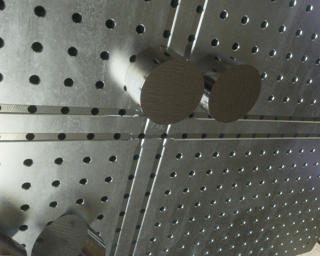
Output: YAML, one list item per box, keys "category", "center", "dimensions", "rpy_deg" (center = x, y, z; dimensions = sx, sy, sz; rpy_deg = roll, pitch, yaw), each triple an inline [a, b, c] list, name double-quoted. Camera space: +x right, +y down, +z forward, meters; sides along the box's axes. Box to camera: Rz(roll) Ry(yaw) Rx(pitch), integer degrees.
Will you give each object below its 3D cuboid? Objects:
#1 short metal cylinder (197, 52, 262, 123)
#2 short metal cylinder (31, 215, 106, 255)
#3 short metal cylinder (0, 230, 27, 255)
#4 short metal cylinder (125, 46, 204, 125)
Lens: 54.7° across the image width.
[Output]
- category: "short metal cylinder"
  center: [0.084, -0.054, 0.408]
  dimensions: [0.081, 0.050, 0.079]
  rpy_deg: [-14, 124, -21]
- category: "short metal cylinder"
  center: [-0.120, 0.164, 0.411]
  dimensions: [0.080, 0.080, 0.050]
  rpy_deg: [-32, 129, -8]
- category: "short metal cylinder"
  center: [-0.207, 0.162, 0.362]
  dimensions: [0.080, 0.080, 0.050]
  rpy_deg: [-33, 129, -7]
- category: "short metal cylinder"
  center: [0.005, -0.050, 0.366]
  dimensions: [0.081, 0.050, 0.079]
  rpy_deg: [-14, 124, -21]
